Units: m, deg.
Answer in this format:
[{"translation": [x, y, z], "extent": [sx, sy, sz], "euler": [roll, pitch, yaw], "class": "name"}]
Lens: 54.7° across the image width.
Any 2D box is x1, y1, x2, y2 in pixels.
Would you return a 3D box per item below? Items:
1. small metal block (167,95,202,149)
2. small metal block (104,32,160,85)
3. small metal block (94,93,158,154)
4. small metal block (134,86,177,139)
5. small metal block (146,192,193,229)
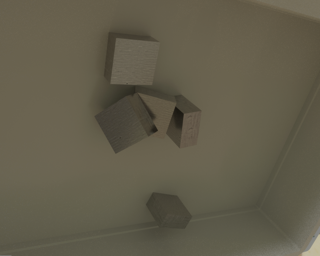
[{"translation": [0.027, -0.009, 0.403], "extent": [0.025, 0.050, 0.050], "euler": [-11, 123, -24], "class": "small metal block"}, {"translation": [-0.032, -0.076, 0.345], "extent": [0.050, 0.025, 0.050], "euler": [-3, 120, -28], "class": "small metal block"}, {"translation": [-0.039, -0.005, 0.356], "extent": [0.050, 0.025, 0.050], "euler": [-28, 92, 29], "class": "small metal block"}, {"translation": [-0.013, -0.019, 0.380], "extent": [0.050, 0.025, 0.050], "euler": [14, 113, -10], "class": "small metal block"}, {"translation": [0.014, 0.128, 0.481], "extent": [0.050, 0.050, 0.025], "euler": [17, 110, -35], "class": "small metal block"}]
